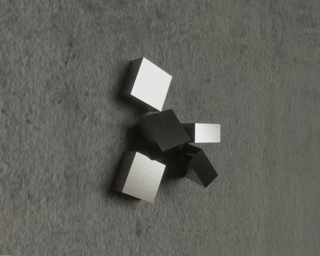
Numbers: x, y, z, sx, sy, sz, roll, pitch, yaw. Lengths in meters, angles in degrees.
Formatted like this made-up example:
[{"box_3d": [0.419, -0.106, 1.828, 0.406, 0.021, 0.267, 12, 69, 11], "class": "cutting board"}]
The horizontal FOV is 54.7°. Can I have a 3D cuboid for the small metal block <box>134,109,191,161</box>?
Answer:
[{"box_3d": [0.003, 0.008, 0.395, 0.050, 0.025, 0.050, -17, 70, -39], "class": "small metal block"}]

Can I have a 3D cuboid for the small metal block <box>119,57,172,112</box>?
[{"box_3d": [-0.017, -0.053, 0.392, 0.050, 0.025, 0.050, 28, 73, -37], "class": "small metal block"}]

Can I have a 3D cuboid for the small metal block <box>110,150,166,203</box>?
[{"box_3d": [-0.026, 0.061, 0.385, 0.050, 0.025, 0.050, 30, 71, -36], "class": "small metal block"}]

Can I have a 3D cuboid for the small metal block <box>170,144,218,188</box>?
[{"box_3d": [0.045, 0.049, 0.426, 0.025, 0.050, 0.050, -42, 117, -17], "class": "small metal block"}]

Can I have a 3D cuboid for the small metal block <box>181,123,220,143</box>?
[{"box_3d": [0.048, 0.007, 0.431, 0.050, 0.050, 0.025, 1, 89, -40], "class": "small metal block"}]
